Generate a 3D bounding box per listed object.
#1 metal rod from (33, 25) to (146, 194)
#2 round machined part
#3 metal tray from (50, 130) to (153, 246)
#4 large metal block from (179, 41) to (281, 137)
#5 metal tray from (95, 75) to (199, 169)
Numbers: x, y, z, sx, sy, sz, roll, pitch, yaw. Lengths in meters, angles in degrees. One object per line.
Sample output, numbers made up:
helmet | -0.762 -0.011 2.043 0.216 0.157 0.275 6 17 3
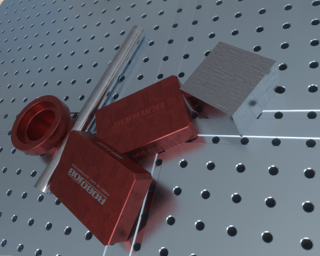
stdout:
metal rod | -0.102 -0.039 0.483 0.025 0.025 0.300 16 70 34
round machined part | -0.182 0.000 0.490 0.098 0.042 0.098 -13 56 20
metal tray | -0.078 0.068 0.382 0.130 0.030 0.089 28 100 37
large metal block | 0.086 -0.049 0.376 0.080 0.050 0.080 34 80 38
metal tray | -0.022 -0.007 0.420 0.130 0.030 0.090 -23 53 13
